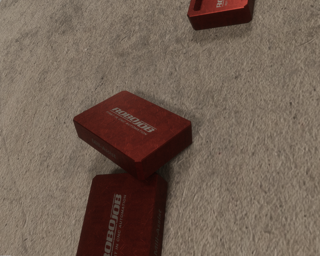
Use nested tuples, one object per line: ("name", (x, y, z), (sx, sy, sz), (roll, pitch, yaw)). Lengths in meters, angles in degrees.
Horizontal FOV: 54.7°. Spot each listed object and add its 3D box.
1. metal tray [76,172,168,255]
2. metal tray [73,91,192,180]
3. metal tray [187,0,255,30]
("metal tray", (-0.043, 0.117, 0.350), (0.090, 0.030, 0.130), (-7, 58, 24))
("metal tray", (-0.036, 0.002, 0.392), (0.130, 0.030, 0.091), (28, 49, 37))
("metal tray", (0.100, -0.215, 0.479), (0.090, 0.030, 0.130), (1, 62, 28))
